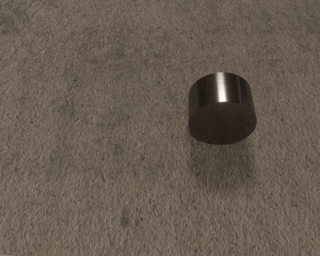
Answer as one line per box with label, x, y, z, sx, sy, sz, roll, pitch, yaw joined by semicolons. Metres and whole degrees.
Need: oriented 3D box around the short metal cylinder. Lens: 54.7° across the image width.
short metal cylinder;0.076;-0.023;0.388;0.080;0.080;0.050;3;50;2
